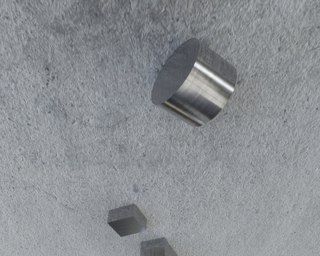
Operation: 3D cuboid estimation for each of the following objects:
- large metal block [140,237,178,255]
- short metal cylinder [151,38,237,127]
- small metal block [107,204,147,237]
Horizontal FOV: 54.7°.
[{"bbox_3d":[0.000,0.275,0.605,0.050,0.080,0.080,-17,128,13],"label":"large metal block"},{"bbox_3d":[0.034,-0.048,0.331,0.050,0.080,0.080,30,124,-23],"label":"short metal cylinder"},{"bbox_3d":[-0.057,0.163,0.546,0.050,0.025,0.050,-18,128,14],"label":"small metal block"}]
